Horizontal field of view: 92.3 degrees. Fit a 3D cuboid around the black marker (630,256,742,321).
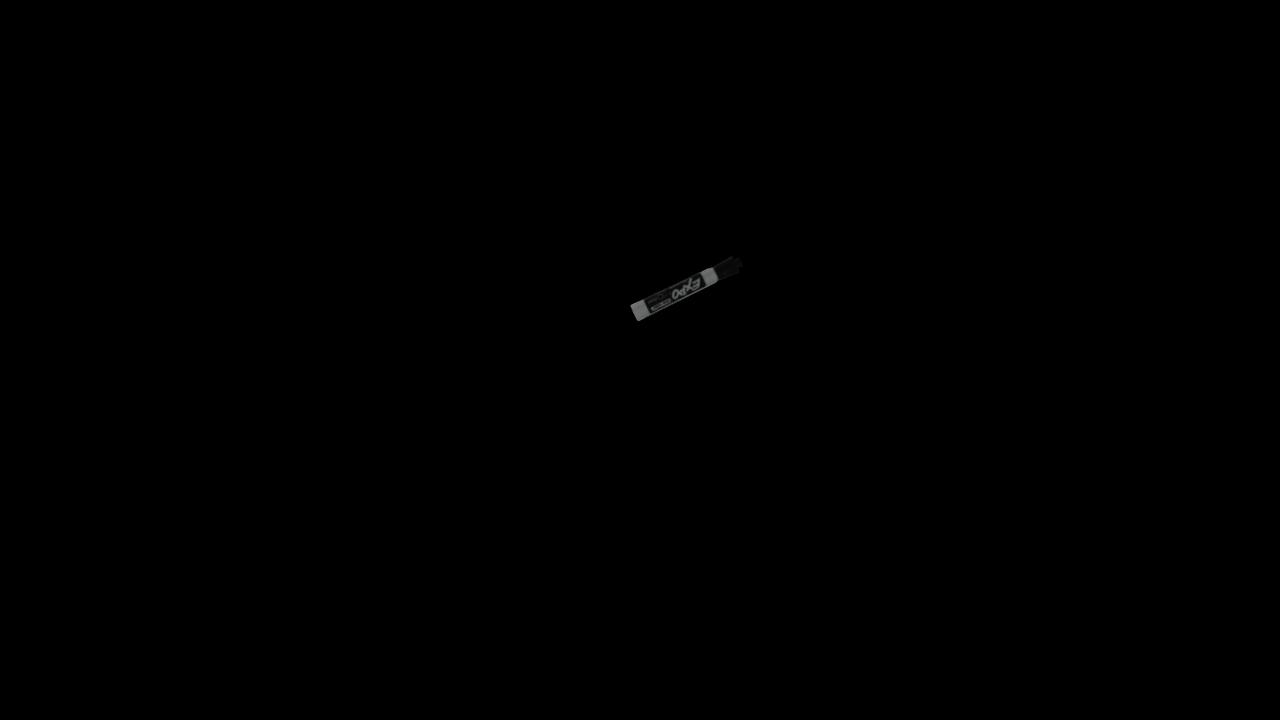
[{"bbox_3d":[0.048,-0.074,0.630,0.121,0.020,0.020,-26,-2,3],"label":"black marker"}]
